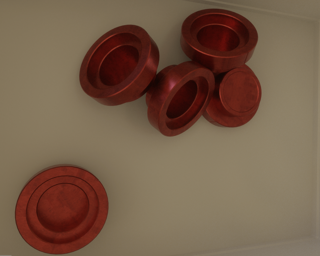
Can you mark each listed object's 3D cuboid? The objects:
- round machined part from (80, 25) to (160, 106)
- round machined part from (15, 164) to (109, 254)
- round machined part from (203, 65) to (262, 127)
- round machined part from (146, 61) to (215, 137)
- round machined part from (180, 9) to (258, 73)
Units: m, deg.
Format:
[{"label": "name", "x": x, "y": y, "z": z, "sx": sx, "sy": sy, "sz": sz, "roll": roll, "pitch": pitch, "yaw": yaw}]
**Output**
[{"label": "round machined part", "x": -0.043, "y": -0.069, "z": 0.367, "sx": 0.042, "sy": 0.098, "sz": 0.098, "roll": 40, "pitch": 74, "yaw": -52}, {"label": "round machined part", "x": -0.113, "y": 0.090, "z": 0.360, "sx": 0.099, "sy": 0.042, "sz": 0.097, "roll": 0, "pitch": 90, "yaw": -21}, {"label": "round machined part", "x": 0.104, "y": -0.049, "z": 0.441, "sx": 0.099, "sy": 0.042, "sz": 0.097, "roll": 0, "pitch": 90, "yaw": -21}, {"label": "round machined part", "x": 0.021, "y": -0.041, "z": 0.392, "sx": 0.099, "sy": 0.042, "sz": 0.097, "roll": -33, "pitch": 145, "yaw": -27}, {"label": "round machined part", "x": 0.076, "y": -0.112, "z": 0.414, "sx": 0.099, "sy": 0.042, "sz": 0.098, "roll": 2, "pitch": 55, "yaw": -2}]
